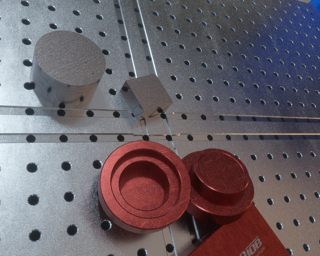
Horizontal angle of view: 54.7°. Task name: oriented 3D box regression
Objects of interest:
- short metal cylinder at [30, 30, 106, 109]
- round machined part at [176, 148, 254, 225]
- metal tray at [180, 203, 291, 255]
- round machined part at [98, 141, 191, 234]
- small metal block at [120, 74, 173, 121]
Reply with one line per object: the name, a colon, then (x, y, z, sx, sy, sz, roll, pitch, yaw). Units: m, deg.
short metal cylinder: (-0.112, -0.070, 0.375, 0.081, 0.050, 0.080, 14, 56, -21)
round machined part: (0.068, 0.063, 0.378, 0.099, 0.042, 0.098, 9, 42, -8)
metal tray: (0.088, 0.157, 0.358, 0.131, 0.030, 0.090, -26, 76, -37)
round machined part: (-0.019, 0.066, 0.341, 0.099, 0.042, 0.098, 8, 59, -13)
small metal block: (-0.019, -0.043, 0.426, 0.050, 0.025, 0.050, -20, 73, -36)
